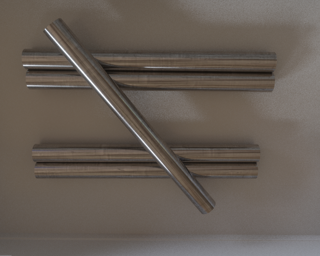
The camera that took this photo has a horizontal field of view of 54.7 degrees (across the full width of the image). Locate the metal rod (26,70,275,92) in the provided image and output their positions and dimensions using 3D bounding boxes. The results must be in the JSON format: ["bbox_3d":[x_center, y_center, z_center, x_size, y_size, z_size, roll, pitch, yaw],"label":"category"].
[{"bbox_3d":[-0.011,-0.059,0.387,0.302,0.025,0.025,1,110,-1],"label":"metal rod"}]

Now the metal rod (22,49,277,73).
[{"bbox_3d":[-0.012,-0.082,0.379,0.302,0.025,0.025,1,110,-1],"label":"metal rod"}]

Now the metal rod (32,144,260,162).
[{"bbox_3d":[-0.018,0.034,0.422,0.302,0.025,0.025,0,110,-1],"label":"metal rod"}]

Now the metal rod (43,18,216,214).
[{"bbox_3d":[-0.026,-0.003,0.382,0.025,0.025,0.300,-36,106,12],"label":"metal rod"}]

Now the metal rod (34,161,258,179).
[{"bbox_3d":[-0.018,0.058,0.430,0.302,0.025,0.025,0,110,-1],"label":"metal rod"}]
